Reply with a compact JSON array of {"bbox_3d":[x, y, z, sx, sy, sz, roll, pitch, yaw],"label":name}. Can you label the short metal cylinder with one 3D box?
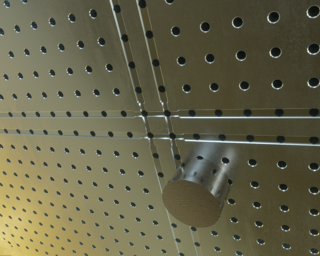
[{"bbox_3d":[0.050,0.088,0.424,0.080,0.050,0.080,13,124,21],"label":"short metal cylinder"}]
